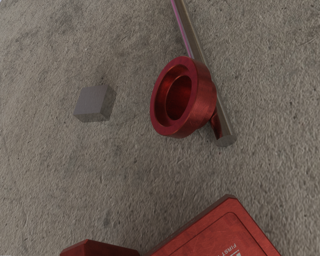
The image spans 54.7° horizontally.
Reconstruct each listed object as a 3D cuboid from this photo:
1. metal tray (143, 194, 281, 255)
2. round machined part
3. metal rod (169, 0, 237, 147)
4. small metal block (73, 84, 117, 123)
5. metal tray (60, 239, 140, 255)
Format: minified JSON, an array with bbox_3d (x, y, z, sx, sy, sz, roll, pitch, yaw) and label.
[{"bbox_3d":[0.039,0.132,0.271,0.130,0.030,0.090,-37,80,2],"label":"metal tray"},{"bbox_3d":[0.031,-0.035,0.378,0.098,0.042,0.098,-28,56,51],"label":"round machined part"},{"bbox_3d":[0.051,-0.105,0.440,0.025,0.025,0.299,-22,54,15],"label":"metal rod"},{"bbox_3d":[-0.100,-0.037,0.477,0.050,0.025,0.050,-3,60,26],"label":"small metal block"},{"bbox_3d":[-0.043,0.174,0.275,0.030,0.090,0.130,-29,52,17],"label":"metal tray"}]
